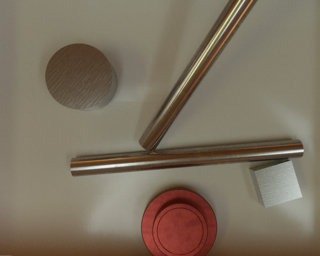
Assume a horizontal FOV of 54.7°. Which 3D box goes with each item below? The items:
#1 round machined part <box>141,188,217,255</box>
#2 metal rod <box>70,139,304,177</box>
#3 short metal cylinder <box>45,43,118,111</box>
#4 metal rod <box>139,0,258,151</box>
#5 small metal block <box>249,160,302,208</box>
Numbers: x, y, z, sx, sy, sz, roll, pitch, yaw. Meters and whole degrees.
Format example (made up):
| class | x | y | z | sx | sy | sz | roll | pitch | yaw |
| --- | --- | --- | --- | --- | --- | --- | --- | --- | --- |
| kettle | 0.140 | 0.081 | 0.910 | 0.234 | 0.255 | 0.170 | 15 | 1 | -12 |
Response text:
| class | x | y | z | sx | sy | sz | roll | pitch | yaw |
| --- | --- | --- | --- | --- | --- | --- | --- | --- | --- |
| round machined part | 0.025 | 0.128 | 0.399 | 0.099 | 0.042 | 0.097 | 0 | 85 | 0 |
| metal rod | 0.036 | 0.040 | 0.411 | 0.302 | 0.025 | 0.025 | -5 | 90 | -1 |
| short metal cylinder | -0.098 | -0.062 | 0.398 | 0.081 | 0.050 | 0.079 | 0 | 90 | -1 |
| metal rod | 0.057 | -0.089 | 0.347 | 0.025 | 0.025 | 0.298 | 34 | 116 | -1 |
| small metal block | 0.153 | 0.073 | 0.414 | 0.050 | 0.025 | 0.050 | -17 | 90 | -1 |
